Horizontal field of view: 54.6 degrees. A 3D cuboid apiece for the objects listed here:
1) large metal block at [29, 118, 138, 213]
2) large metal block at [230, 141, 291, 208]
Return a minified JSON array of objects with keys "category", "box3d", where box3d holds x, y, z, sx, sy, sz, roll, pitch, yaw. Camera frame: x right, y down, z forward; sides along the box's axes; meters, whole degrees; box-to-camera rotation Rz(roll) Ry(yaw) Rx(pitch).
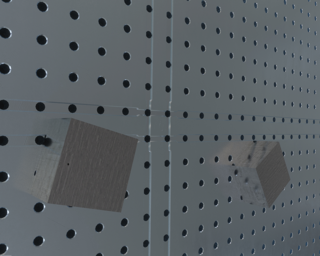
[{"category":"large metal block","box3d":[-0.078,0.039,0.327,0.080,0.050,0.080,21,77,-38]},{"category":"large metal block","box3d":[0.175,0.078,0.538,0.080,0.050,0.080,-37,113,-34]}]
